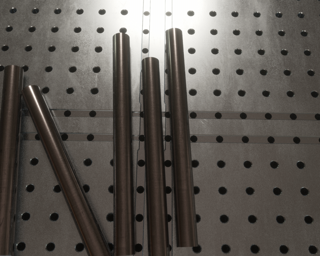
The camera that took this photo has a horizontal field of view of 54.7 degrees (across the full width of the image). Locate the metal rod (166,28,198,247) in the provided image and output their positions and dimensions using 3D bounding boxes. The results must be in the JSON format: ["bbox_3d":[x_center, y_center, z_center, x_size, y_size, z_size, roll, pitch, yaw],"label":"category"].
[{"bbox_3d":[0.026,-0.002,0.412,0.025,0.025,0.299,-2,70,-1],"label":"metal rod"}]

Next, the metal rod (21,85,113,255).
[{"bbox_3d":[-0.110,0.073,0.383,0.025,0.025,0.299,-26,72,-9],"label":"metal rod"}]

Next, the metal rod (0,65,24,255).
[{"bbox_3d":[-0.192,0.057,0.388,0.025,0.025,0.299,-5,70,-2],"label":"metal rod"}]

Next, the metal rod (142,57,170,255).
[{"bbox_3d":[-0.007,0.045,0.395,0.025,0.025,0.299,-2,70,-1],"label":"metal rod"}]

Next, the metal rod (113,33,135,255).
[{"bbox_3d":[-0.049,0.006,0.408,0.025,0.025,0.299,-3,70,-1],"label":"metal rod"}]
